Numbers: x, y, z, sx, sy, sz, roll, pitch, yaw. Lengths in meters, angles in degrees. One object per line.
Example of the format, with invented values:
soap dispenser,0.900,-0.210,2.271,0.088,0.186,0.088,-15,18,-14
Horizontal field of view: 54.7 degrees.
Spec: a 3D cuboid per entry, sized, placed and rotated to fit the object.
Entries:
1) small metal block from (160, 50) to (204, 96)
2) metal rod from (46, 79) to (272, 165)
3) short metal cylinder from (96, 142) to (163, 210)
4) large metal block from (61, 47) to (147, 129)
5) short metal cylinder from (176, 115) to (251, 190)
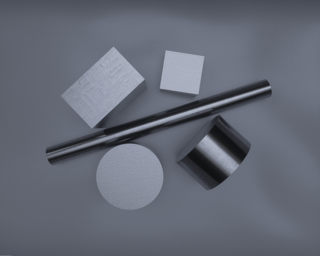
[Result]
small metal block,0.028,-0.072,0.410,0.050,0.025,0.050,9,90,-1
metal rod,-0.001,-0.008,0.410,0.302,0.025,0.025,-17,90,-1
short metal cylinder,-0.036,0.058,0.396,0.081,0.050,0.079,0,90,-1
large metal block,-0.063,-0.045,0.382,0.080,0.080,0.050,-43,91,0
short metal cylinder,0.065,0.030,0.384,0.050,0.080,0.080,43,90,-1
